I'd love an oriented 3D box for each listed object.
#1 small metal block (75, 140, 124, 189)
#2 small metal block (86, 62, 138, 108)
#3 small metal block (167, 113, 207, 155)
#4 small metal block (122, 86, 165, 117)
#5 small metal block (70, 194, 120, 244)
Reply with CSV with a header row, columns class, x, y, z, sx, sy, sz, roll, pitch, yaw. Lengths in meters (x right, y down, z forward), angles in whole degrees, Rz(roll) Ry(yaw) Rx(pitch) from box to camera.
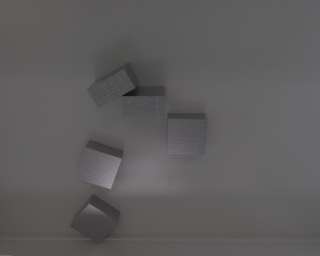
class,x,y,z,sx,sy,sz,roll,pitch,yaw
small metal block,-0.083,0.051,0.429,0.050,0.025,0.050,19,109,-7
small metal block,-0.056,-0.053,0.378,0.050,0.050,0.025,-27,108,9
small metal block,0.035,0.008,0.414,0.050,0.025,0.050,1,110,-1
small metal block,-0.019,-0.034,0.385,0.050,0.050,0.025,-1,110,0
small metal block,-0.096,0.135,0.460,0.050,0.025,0.050,37,106,-13
